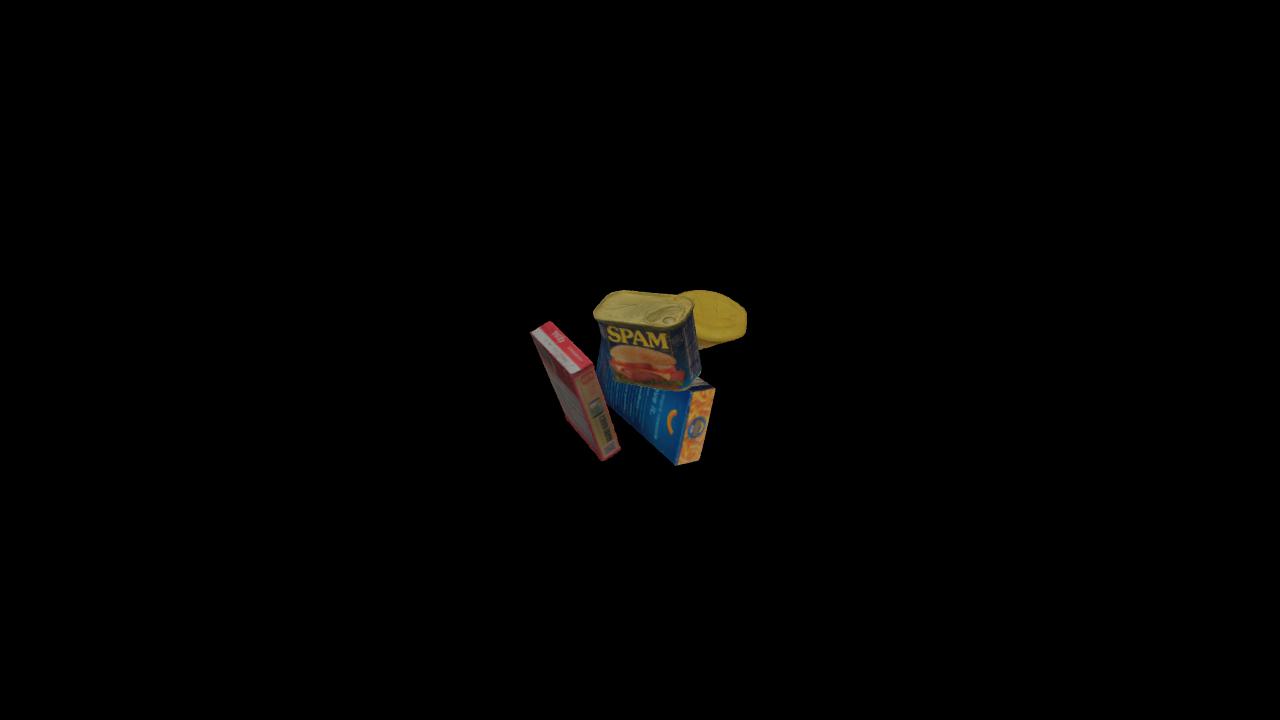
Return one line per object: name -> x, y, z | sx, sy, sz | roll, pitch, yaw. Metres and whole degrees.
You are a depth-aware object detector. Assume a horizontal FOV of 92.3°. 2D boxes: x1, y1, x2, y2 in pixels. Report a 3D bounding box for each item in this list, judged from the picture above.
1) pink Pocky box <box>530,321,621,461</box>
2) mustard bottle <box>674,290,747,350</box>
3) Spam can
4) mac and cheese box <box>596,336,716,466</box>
pink Pocky box -> -0.067, 0.037, 0.661 | 0.029, 0.155, 0.084 | -33, 50, -17
mustard bottle -> 0.038, -0.032, 0.714 | 0.092, 0.054, 0.184 | 3, -10, -23
Spam can -> 0.010, -0.020, 0.638 | 0.101, 0.085, 0.058 | 9, 41, 27
mac and cheese box -> 0.010, 0.036, 0.721 | 0.041, 0.093, 0.184 | -5, 27, -35
